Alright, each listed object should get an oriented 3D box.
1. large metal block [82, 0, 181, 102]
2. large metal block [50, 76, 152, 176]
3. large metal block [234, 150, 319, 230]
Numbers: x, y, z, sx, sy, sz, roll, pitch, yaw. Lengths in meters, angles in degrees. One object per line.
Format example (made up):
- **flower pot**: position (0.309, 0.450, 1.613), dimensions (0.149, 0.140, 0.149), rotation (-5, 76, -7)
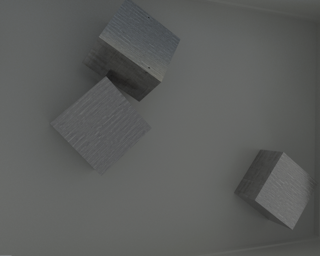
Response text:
- **large metal block**: position (-0.032, -0.092, 0.369), dimensions (0.080, 0.050, 0.080), rotation (34, 52, -17)
- **large metal block**: position (-0.072, -0.003, 0.371), dimensions (0.080, 0.050, 0.080), rotation (-44, 104, -15)
- **large metal block**: position (0.172, 0.089, 0.461), dimensions (0.080, 0.050, 0.080), rotation (39, 78, -16)
